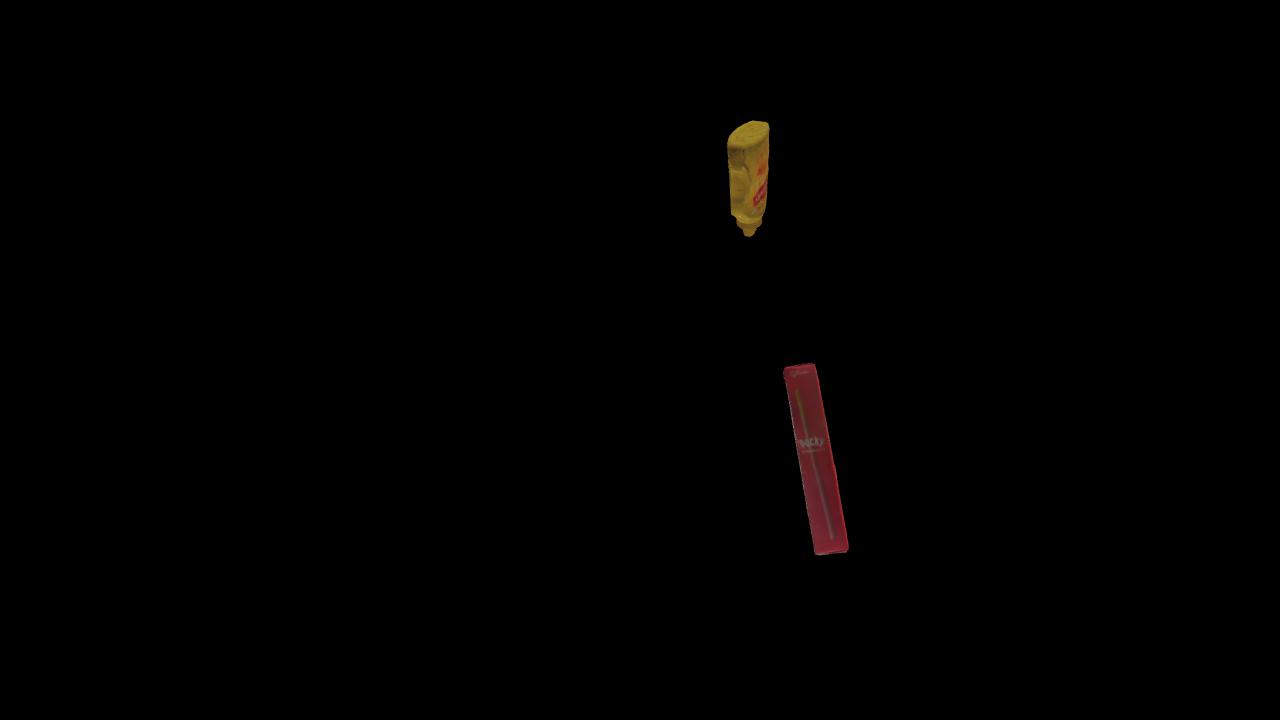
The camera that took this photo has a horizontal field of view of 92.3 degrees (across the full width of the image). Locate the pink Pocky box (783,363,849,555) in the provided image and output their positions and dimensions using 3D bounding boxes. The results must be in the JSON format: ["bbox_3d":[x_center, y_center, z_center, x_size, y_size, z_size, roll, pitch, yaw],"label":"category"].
[{"bbox_3d":[0.153,0.085,0.535,0.029,0.155,0.084,-10,-15,14],"label":"pink Pocky box"}]

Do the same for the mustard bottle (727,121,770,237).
[{"bbox_3d":[0.175,-0.279,0.988,0.054,0.184,0.092,15,50,23],"label":"mustard bottle"}]
